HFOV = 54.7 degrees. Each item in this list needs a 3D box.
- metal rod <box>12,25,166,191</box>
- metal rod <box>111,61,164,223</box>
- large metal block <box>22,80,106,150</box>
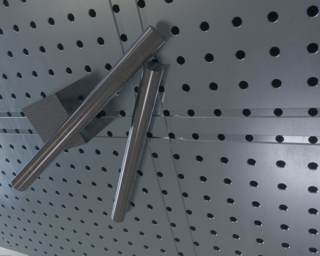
[{"bbox_3d":[-0.104,-0.012,0.402,0.025,0.025,0.299,46,111,-4],"label":"metal rod"},{"bbox_3d":[-0.041,0.041,0.458,0.025,0.025,0.298,25,128,12],"label":"metal rod"},{"bbox_3d":[-0.142,-0.015,0.461,0.080,0.050,0.080,-16,110,34],"label":"large metal block"}]
